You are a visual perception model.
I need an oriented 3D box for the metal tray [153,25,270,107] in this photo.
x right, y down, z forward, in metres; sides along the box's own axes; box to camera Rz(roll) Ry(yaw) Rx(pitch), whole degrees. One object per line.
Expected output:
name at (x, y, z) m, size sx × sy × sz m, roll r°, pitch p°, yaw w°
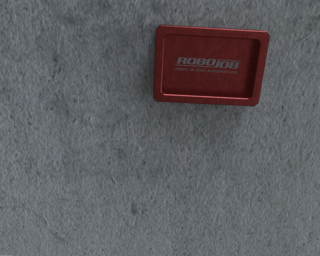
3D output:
metal tray at (0.059, -0.076, 0.379) m, size 0.131 × 0.030 × 0.089 m, roll 3°, pitch 110°, yaw -2°
